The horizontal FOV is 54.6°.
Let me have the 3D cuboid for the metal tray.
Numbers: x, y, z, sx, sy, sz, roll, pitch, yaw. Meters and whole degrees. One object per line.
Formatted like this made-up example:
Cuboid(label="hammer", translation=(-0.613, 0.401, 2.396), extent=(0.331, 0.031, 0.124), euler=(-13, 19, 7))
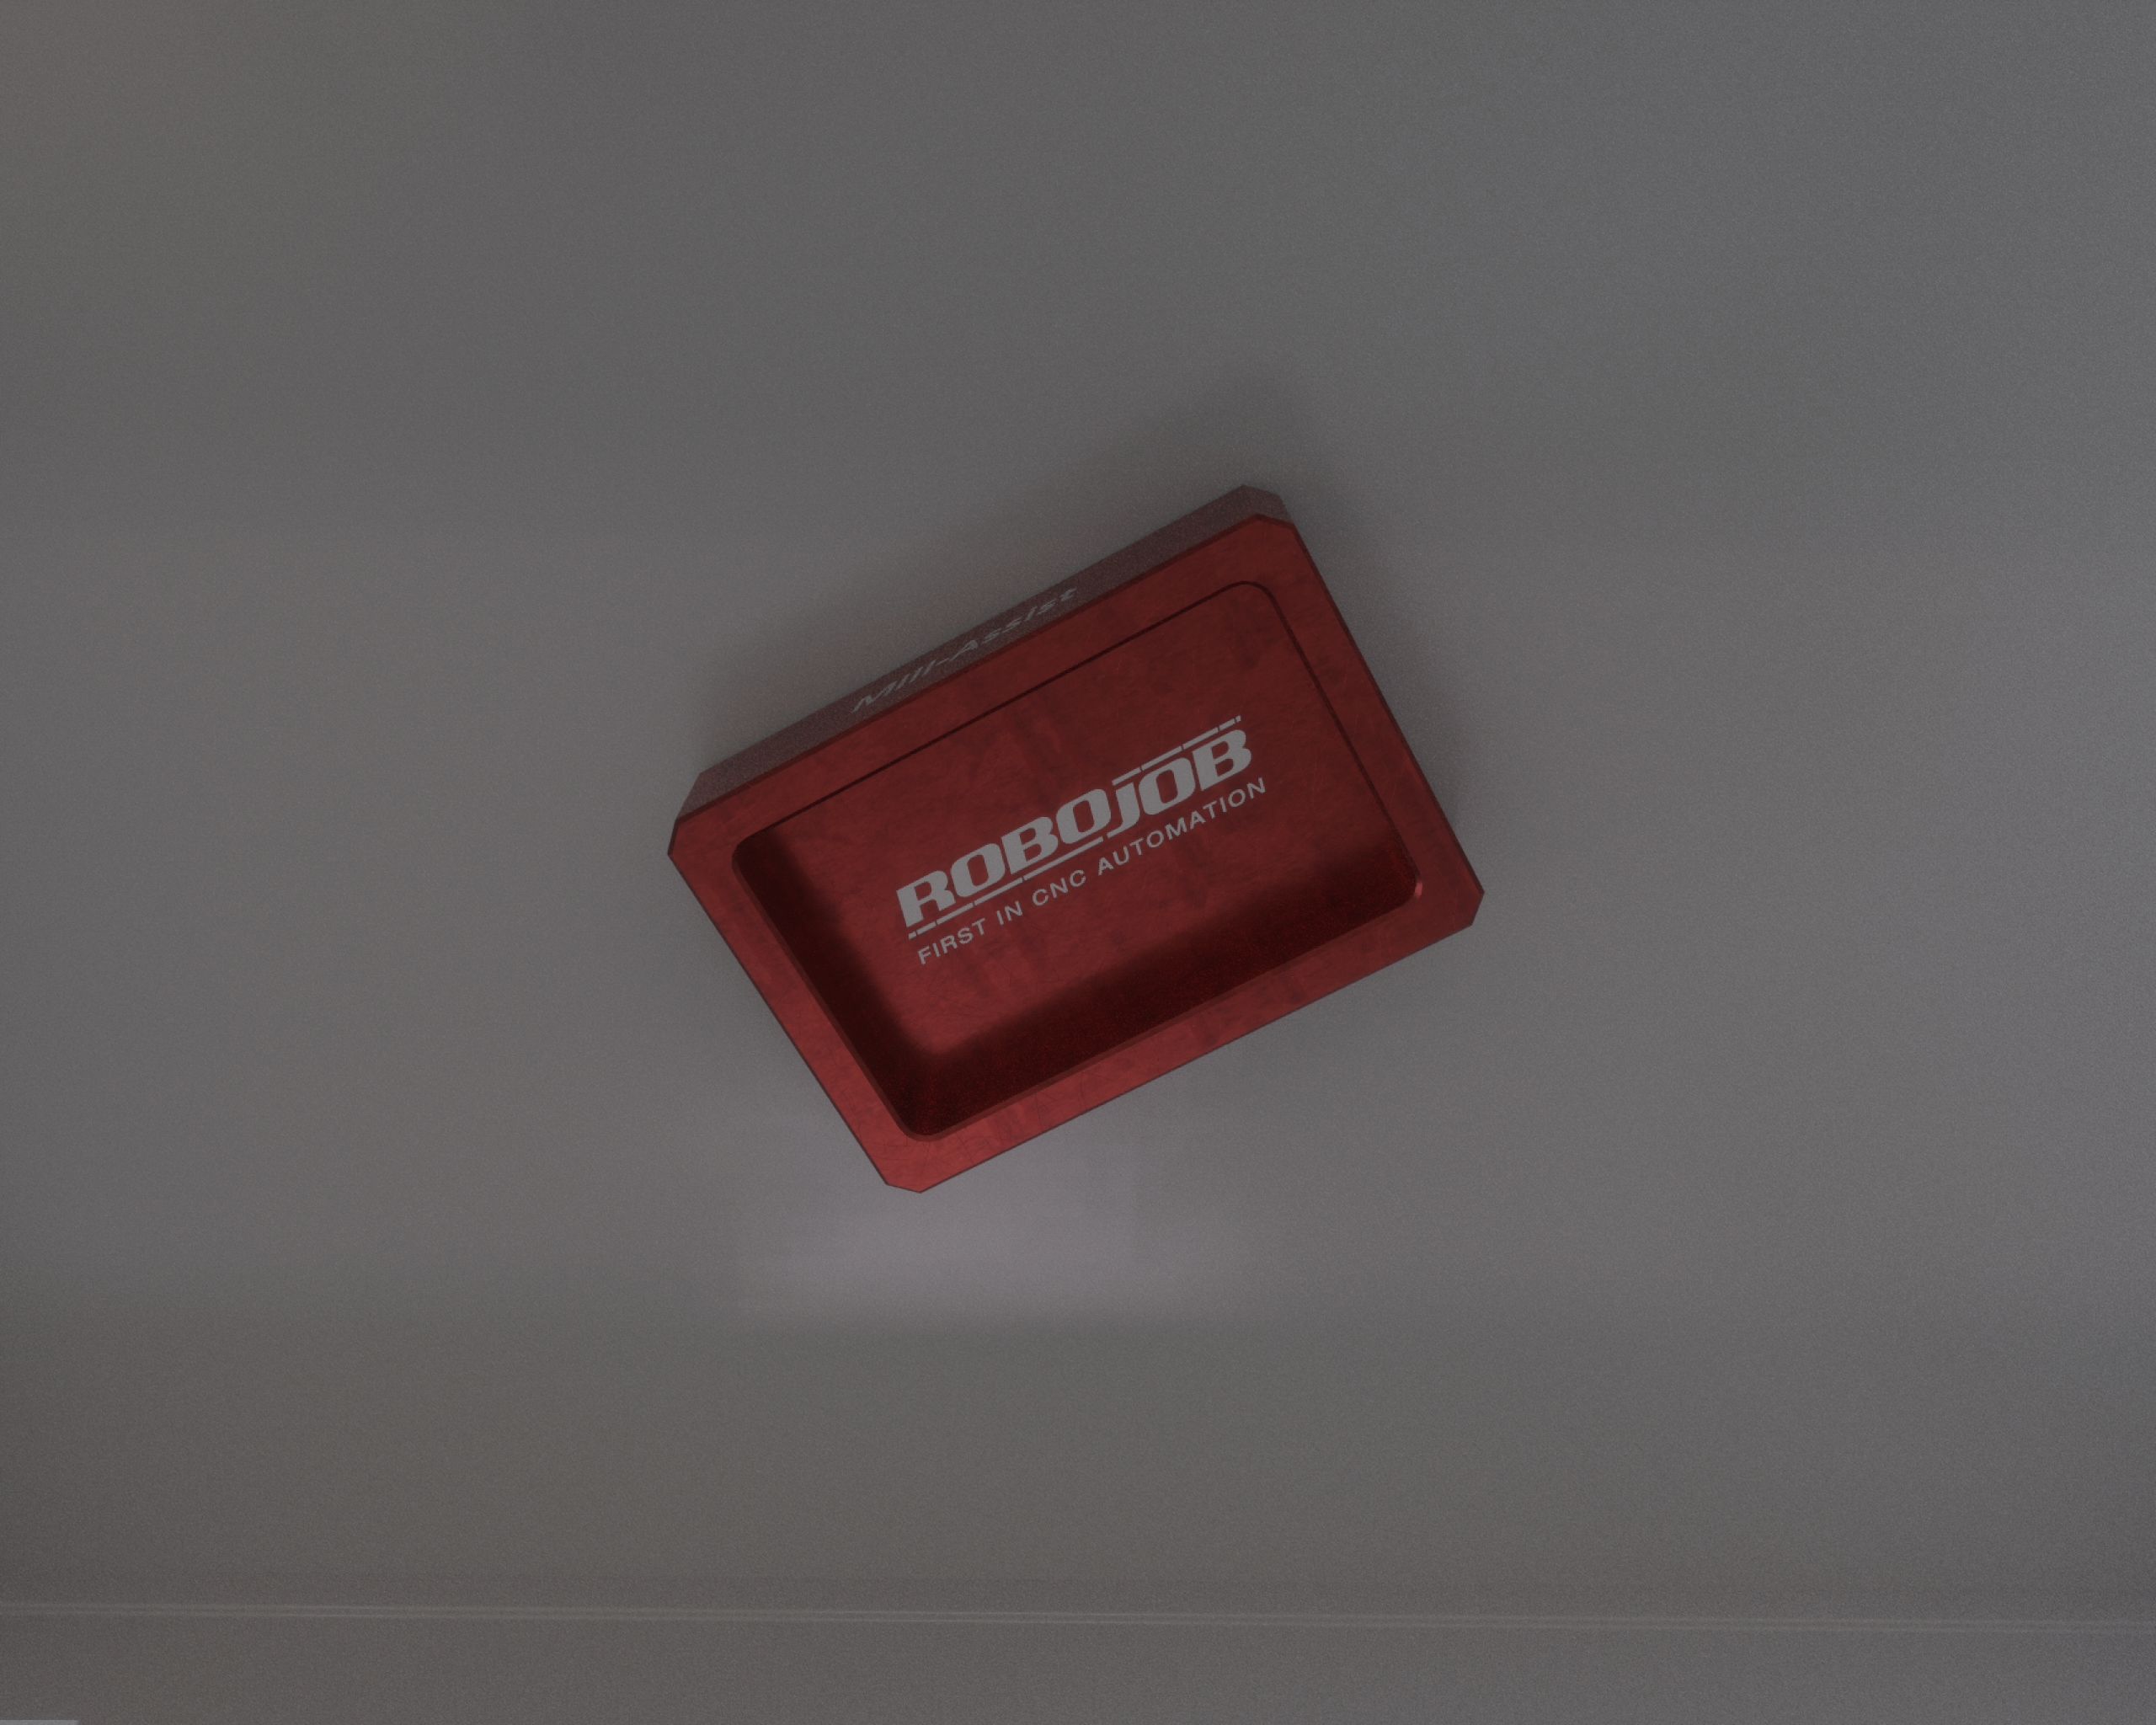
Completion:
Cuboid(label="metal tray", translation=(0.000, -0.003, 0.404), extent=(0.130, 0.030, 0.090), euler=(-27, 108, 9))
